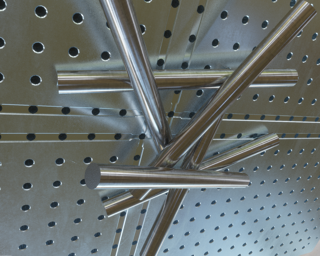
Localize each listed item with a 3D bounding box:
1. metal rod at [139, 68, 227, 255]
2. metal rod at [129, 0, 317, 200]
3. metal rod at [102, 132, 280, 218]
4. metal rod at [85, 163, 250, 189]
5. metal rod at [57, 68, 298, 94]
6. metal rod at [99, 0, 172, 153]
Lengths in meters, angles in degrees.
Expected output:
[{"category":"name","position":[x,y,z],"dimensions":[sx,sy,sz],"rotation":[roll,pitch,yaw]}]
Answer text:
[{"category":"metal rod","position":[0.041,0.058,0.442],"dimensions":[0.025,0.025,0.299],"rotation":[18,101,-35]},{"category":"metal rod","position":[0.065,-0.023,0.374],"dimensions":[0.025,0.025,0.299],"rotation":[31,107,-38]},{"category":"metal rod","position":[0.058,0.067,0.483],"dimensions":[0.302,0.025,0.025],"rotation":[-20,126,-17]},{"category":"metal rod","position":[0.037,0.066,0.402],"dimensions":[0.302,0.025,0.025],"rotation":[12,113,-47]},{"category":"metal rod","position":[0.036,-0.058,0.372],"dimensions":[0.302,0.025,0.025],"rotation":[-4,121,-19]},{"category":"metal rod","position":[-0.016,-0.044,0.325],"dimensions":[0.025,0.025,0.299],"rotation":[-30,144,-9]}]
